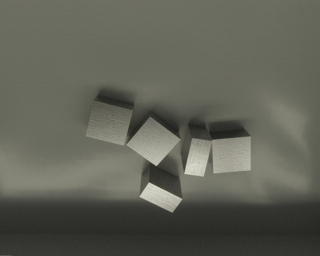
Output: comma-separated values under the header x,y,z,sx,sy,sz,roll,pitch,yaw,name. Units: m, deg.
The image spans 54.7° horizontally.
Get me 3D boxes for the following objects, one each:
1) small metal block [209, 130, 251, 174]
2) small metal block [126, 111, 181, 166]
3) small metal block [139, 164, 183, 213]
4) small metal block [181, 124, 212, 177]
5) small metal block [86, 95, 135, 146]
x,y,z,sx,sy,sz,roll,pitch,yaw,name
0.095,0.032,0.422,0.050,0.025,0.050,-5,110,1,small metal block
-0.009,0.014,0.414,0.050,0.025,0.050,37,106,-13,small metal block
0.001,0.082,0.426,0.050,0.050,0.025,29,108,-11,small metal block
0.047,0.028,0.407,0.025,0.050,0.050,9,110,-4,small metal block
-0.065,-0.010,0.404,0.050,0.025,0.050,14,109,-6,small metal block
